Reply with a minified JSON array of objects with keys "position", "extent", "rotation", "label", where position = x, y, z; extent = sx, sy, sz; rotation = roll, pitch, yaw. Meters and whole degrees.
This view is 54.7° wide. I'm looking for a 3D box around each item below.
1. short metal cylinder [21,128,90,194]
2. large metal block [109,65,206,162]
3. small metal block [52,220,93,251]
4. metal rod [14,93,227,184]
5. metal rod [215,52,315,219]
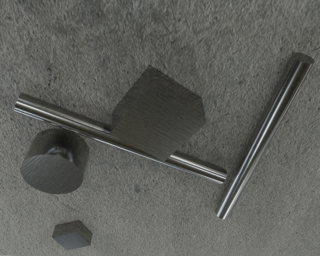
[{"position":[-0.143,0.047,0.429],"extent":[0.081,0.050,0.079],"rotation":[0,130,0],"label":"short metal cylinder"},{"position":[-0.003,-0.016,0.378],"extent":[0.080,0.050,0.080],"rotation":[29,124,-23],"label":"large metal block"},{"position":[-0.162,0.200,0.576],"extent":[0.050,0.025,0.050],"rotation":[-17,129,13],"label":"small metal block"},{"position":[-0.040,0.021,0.424],"extent":[0.302,0.025,0.025],"rotation":[21,127,-18],"label":"metal rod"},{"position":[0.133,0.034,0.437],"extent":[0.025,0.025,0.298],"rotation":[7,130,-7],"label":"metal rod"}]
